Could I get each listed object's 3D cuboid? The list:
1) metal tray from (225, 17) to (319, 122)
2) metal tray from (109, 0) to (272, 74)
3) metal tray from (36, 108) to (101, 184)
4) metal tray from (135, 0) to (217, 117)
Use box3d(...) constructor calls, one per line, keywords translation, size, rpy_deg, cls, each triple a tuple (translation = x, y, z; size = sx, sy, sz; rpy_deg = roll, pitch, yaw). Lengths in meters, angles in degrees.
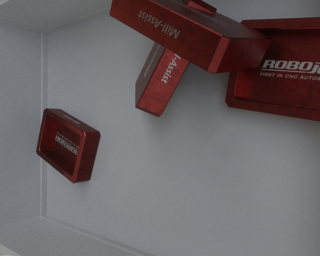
box3d(translation=(0.133, -0.055, 0.293), size=(0.130, 0.030, 0.089), rpy_deg=(14, 99, 39), cls="metal tray")
box3d(translation=(0.028, -0.097, 0.294), size=(0.130, 0.091, 0.030), rpy_deg=(37, 124, 28), cls="metal tray")
box3d(translation=(-0.163, 0.027, 0.538), size=(0.130, 0.030, 0.089), rpy_deg=(25, 106, 37), cls="metal tray")
box3d(translation=(0.012, -0.088, 0.361), size=(0.129, 0.030, 0.090), rpy_deg=(-61, 16, 22), cls="metal tray")
